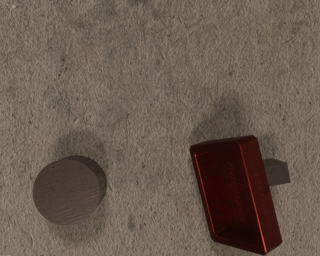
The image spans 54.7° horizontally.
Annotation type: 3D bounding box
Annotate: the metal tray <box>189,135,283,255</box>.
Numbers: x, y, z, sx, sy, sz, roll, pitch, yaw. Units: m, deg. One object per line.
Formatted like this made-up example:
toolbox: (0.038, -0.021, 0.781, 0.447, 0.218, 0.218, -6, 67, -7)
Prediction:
metal tray: (0.088, 0.078, 0.377, 0.030, 0.090, 0.129, -14, 90, -33)

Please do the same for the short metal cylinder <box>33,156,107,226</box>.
short metal cylinder: (-0.112, 0.077, 0.396, 0.081, 0.050, 0.079, 0, 90, -1)

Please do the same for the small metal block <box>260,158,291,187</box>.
small metal block: (0.131, 0.058, 0.399, 0.050, 0.050, 0.025, -10, 90, -1)
